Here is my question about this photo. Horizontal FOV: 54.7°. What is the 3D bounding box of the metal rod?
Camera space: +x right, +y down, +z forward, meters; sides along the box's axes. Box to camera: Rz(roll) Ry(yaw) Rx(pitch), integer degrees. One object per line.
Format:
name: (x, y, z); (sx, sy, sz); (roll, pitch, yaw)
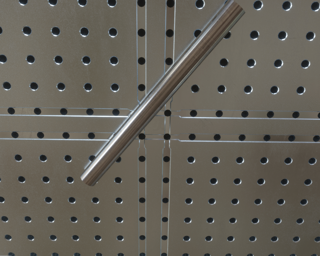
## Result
metal rod: (-0.006, -0.035, 0.400); (0.025, 0.025, 0.299); (38, 105, -13)
